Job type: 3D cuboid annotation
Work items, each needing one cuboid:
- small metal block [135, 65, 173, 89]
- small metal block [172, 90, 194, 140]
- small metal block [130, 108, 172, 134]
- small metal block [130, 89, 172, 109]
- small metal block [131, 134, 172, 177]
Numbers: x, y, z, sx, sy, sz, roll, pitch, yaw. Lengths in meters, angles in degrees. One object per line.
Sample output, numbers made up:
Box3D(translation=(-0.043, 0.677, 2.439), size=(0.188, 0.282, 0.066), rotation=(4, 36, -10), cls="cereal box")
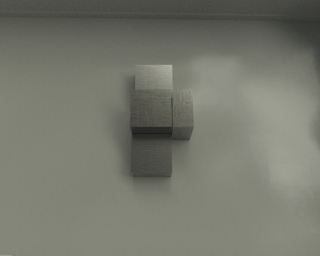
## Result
Box3D(translation=(-0.008, -0.059, 0.429), size=(0.050, 0.025, 0.050), rotation=(0, 70, 0), cls="small metal block")
Box3D(translation=(0.028, -0.016, 0.400), size=(0.025, 0.050, 0.050), rotation=(0, 70, 0), cls="small metal block")
Box3D(translation=(-0.011, -0.005, 0.396), size=(0.050, 0.050, 0.025), rotation=(0, 70, 0), cls="small metal block")
Box3D(translation=(-0.011, -0.028, 0.405), size=(0.050, 0.050, 0.025), rotation=(0, 70, 0), cls="small metal block")
Box3D(translation=(-0.010, 0.035, 0.395), size=(0.050, 0.025, 0.050), rotation=(0, 70, 0), cls="small metal block")
